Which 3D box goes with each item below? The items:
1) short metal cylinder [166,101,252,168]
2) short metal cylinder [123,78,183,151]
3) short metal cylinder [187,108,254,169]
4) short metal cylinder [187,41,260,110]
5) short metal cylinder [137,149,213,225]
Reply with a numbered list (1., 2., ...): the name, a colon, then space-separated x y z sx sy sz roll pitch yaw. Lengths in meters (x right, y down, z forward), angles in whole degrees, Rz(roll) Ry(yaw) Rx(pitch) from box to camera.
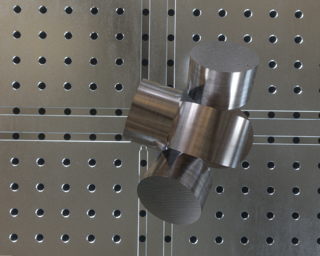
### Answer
1. short metal cylinder: 0.052 0.007 0.335 0.080 0.080 0.050 17 90 0
2. short metal cylinder: -0.009 -0.016 0.385 0.050 0.080 0.080 19 90 0
3. short metal cylinder: 0.073 0.010 0.400 0.081 0.050 0.080 0 89 0
4. short metal cylinder: 0.075 -0.066 0.379 0.081 0.080 0.050 2 130 0
5. short metal cylinder: 0.019 0.072 0.380 0.080 0.050 0.079 14 129 18
